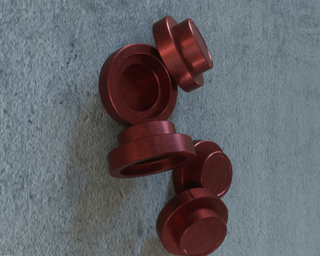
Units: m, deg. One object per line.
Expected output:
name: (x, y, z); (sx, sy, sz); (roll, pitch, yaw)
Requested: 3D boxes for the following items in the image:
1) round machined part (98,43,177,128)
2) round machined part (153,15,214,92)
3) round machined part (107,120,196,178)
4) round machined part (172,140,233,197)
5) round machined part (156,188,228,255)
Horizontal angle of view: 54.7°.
round machined part: (-0.029, -0.047, 0.368); (0.099, 0.042, 0.097); (1, 88, -40)
round machined part: (0.034, -0.098, 0.391); (0.098, 0.042, 0.098); (50, 26, -35)
round machined part: (-0.012, 0.023, 0.353); (0.099, 0.098, 0.042); (3, 65, -40)
round machined part: (0.068, 0.067, 0.451); (0.099, 0.042, 0.097); (0, 90, -40)
round machined part: (0.048, 0.131, 0.407); (0.099, 0.042, 0.097); (-10, 117, -19)
